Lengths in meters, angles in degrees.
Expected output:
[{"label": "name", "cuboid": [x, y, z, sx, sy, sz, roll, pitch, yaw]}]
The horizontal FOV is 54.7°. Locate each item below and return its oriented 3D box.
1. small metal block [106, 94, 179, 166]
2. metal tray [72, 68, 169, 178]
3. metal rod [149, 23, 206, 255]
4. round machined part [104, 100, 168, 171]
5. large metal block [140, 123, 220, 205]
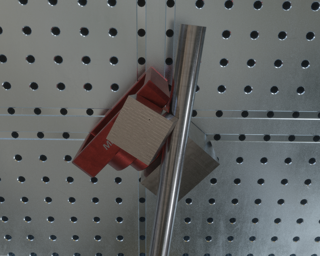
[{"label": "small metal block", "cuboid": [-0.017, 0.001, 0.309, 0.050, 0.025, 0.050, 32, 106, 8]}, {"label": "metal tray", "cuboid": [-0.045, -0.010, 0.374, 0.030, 0.090, 0.130, 42, 105, -14]}, {"label": "metal rod", "cuboid": [0.013, 0.041, 0.343, 0.025, 0.025, 0.298, 6, 110, -3]}, {"label": "round machined part", "cuboid": [-0.022, 0.014, 0.384, 0.042, 0.098, 0.098, 41, 105, -14]}, {"label": "large metal block", "cuboid": [0.023, 0.039, 0.396, 0.050, 0.080, 0.080, 41, 105, -14]}]
